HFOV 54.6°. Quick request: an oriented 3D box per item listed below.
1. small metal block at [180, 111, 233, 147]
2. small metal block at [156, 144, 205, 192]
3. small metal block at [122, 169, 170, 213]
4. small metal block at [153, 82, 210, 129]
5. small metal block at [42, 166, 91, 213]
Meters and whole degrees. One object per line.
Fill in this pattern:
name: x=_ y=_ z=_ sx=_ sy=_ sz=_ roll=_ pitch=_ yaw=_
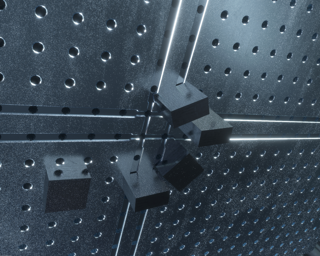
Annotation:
small metal block: x=0.063 y=0.000 z=0.429 sx=0.050 sy=0.050 sz=0.025 roll=-6 pitch=121 yaw=-25
small metal block: x=0.031 y=0.060 z=0.465 sx=0.050 sy=0.025 sz=0.050 roll=-42 pitch=129 yaw=0
small metal block: x=-0.020 y=0.087 z=0.437 sx=0.050 sy=0.050 sz=0.025 roll=-8 pitch=122 yaw=-24
small metal block: x=0.027 y=-0.030 z=0.390 sx=0.050 sy=0.050 sz=0.025 roll=-22 pitch=127 yaw=-15
small metal block: x=-0.119 y=0.078 z=0.394 sx=0.050 sy=0.025 sz=0.050 roll=1 pitch=118 yaw=-29
